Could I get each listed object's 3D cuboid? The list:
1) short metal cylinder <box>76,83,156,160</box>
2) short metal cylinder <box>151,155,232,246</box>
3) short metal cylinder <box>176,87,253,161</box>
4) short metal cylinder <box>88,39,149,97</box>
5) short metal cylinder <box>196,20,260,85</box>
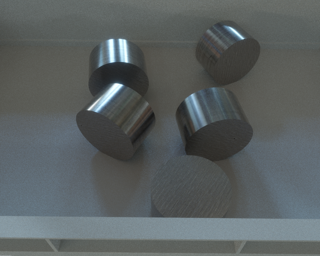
[{"bbox_3d":[-0.053,-0.007,0.375,0.080,0.080,0.050,23,54,18],"label":"short metal cylinder"},{"bbox_3d":[0.031,0.076,0.326,0.081,0.050,0.080,0,50,0],"label":"short metal cylinder"},{"bbox_3d":[0.063,-0.002,0.372,0.081,0.080,0.050,-8,51,-7],"label":"short metal cylinder"},{"bbox_3d":[-0.058,-0.076,0.433,0.081,0.080,0.050,-6,51,-5],"label":"short metal cylinder"},{"bbox_3d":[0.101,-0.112,0.465,0.081,0.080,0.050,-21,53,-17],"label":"short metal cylinder"}]
